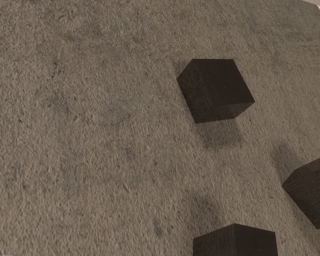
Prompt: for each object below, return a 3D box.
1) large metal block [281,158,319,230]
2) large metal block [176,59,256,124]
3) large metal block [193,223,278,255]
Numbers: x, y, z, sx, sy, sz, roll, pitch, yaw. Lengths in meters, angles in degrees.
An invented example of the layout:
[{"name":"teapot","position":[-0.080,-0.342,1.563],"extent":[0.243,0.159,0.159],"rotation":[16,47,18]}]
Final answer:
[{"name":"large metal block","position":[0.242,0.090,0.447],"extent":[0.050,0.080,0.080],"rotation":[-31,79,-38]},{"name":"large metal block","position":[0.083,-0.057,0.470],"extent":[0.081,0.050,0.080],"rotation":[-8,66,-32]},{"name":"large metal block","position":[0.076,0.152,0.319],"extent":[0.050,0.080,0.080],"rotation":[18,55,-19]}]
